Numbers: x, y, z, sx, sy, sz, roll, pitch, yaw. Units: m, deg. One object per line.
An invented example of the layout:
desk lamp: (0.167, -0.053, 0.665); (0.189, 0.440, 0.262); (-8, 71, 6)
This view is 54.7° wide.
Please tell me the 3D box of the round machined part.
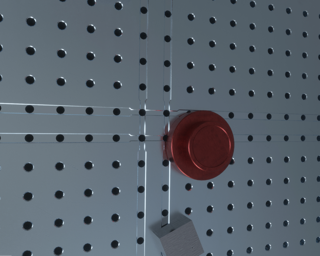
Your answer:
round machined part: (0.062, 0.024, 0.428); (0.099, 0.042, 0.097); (0, 90, -21)

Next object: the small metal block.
small metal block: (0.026, 0.157, 0.424); (0.050, 0.025, 0.050); (-24, 98, -19)
